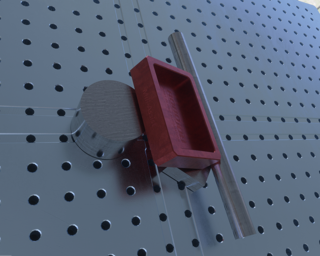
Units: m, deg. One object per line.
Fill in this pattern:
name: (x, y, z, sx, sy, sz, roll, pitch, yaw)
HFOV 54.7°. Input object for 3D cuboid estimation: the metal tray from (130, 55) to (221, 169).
metal tray: (0.019, -0.017, 0.376, 0.091, 0.030, 0.130, 11, 55, -46)

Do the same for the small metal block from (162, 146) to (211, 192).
small metal block: (0.038, 0.046, 0.401, 0.050, 0.025, 0.050, 34, 51, -7)

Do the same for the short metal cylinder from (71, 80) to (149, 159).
short metal cylinder: (-0.059, -0.009, 0.366, 0.081, 0.050, 0.080, 14, 56, -21)

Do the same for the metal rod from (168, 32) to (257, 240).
metal rod: (0.061, -0.007, 0.415, 0.025, 0.025, 0.299, -1, 62, -29)

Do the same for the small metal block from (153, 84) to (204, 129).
small metal block: (0.027, -0.031, 0.444, 0.050, 0.025, 0.050, -16, 70, -35)
